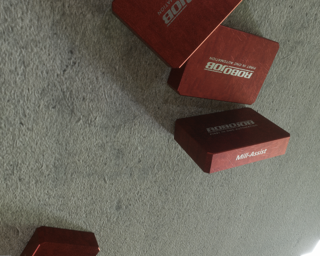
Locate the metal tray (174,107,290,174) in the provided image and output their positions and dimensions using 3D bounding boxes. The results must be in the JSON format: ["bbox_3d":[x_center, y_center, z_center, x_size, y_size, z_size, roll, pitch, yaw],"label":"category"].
[{"bbox_3d":[0.096,0.012,0.424,0.131,0.090,0.030,-10,123,-23],"label":"metal tray"}]

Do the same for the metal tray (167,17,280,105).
[{"bbox_3d":[0.083,-0.082,0.398,0.131,0.030,0.089,4,116,-31],"label":"metal tray"}]

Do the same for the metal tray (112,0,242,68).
[{"bbox_3d":[0.026,-0.137,0.312,0.090,0.030,0.130,42,95,-17],"label":"metal tray"}]

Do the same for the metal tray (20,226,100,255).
[{"bbox_3d":[-0.158,0.204,0.443,0.090,0.030,0.129,24,105,-37],"label":"metal tray"}]
